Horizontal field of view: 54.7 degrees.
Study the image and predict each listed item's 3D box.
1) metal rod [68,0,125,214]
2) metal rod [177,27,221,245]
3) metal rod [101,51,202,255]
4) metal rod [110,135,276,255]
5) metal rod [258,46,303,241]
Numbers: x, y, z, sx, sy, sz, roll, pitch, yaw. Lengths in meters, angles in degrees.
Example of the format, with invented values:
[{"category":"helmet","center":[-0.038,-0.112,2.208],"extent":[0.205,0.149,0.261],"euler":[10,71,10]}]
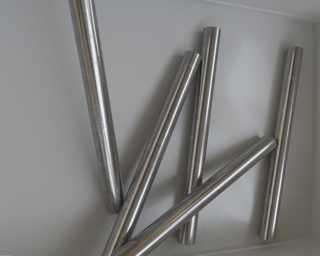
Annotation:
[{"category":"metal rod","center":[-0.069,-0.037,0.340],"extent":[0.025,0.025,0.298],"euler":[-13,112,-20]},{"category":"metal rod","center":[0.055,0.009,0.432],"extent":[0.025,0.025,0.298],"euler":[8,87,-20]},{"category":"metal rod","center":[-0.009,0.035,0.393],"extent":[0.025,0.025,0.299],"euler":[27,75,-19]},{"category":"metal rod","center":[0.054,0.089,0.402],"extent":[0.302,0.025,0.025],"euler":[-31,101,-29]},{"category":"metal rod","center":[0.188,0.021,0.482],"extent":[0.025,0.025,0.298],"euler":[11,86,-20]}]
